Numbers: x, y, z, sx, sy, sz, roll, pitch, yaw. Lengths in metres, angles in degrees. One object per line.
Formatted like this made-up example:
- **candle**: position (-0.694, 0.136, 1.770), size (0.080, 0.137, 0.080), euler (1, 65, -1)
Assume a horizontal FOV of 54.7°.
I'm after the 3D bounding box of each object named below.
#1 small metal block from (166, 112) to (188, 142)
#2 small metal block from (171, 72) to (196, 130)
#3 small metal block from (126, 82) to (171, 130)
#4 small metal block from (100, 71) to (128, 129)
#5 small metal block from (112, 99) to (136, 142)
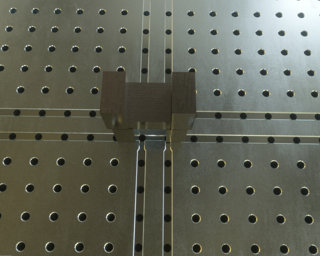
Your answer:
- **small metal block**: position (0.020, -0.013, 0.403), size (0.025, 0.050, 0.050), euler (-1, 70, -1)
- **small metal block**: position (0.026, -0.030, 0.355), size (0.025, 0.050, 0.050), euler (1, 70, 0)
- **small metal block**: position (-0.013, -0.026, 0.369), size (0.050, 0.025, 0.050), euler (1, 70, 0)
- **small metal block**: position (-0.050, -0.030, 0.355), size (0.025, 0.050, 0.050), euler (1, 70, 0)
- **small metal block**: position (-0.045, -0.013, 0.402), size (0.025, 0.050, 0.050), euler (1, 70, 0)
